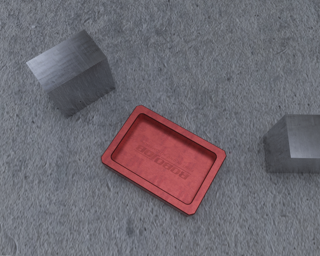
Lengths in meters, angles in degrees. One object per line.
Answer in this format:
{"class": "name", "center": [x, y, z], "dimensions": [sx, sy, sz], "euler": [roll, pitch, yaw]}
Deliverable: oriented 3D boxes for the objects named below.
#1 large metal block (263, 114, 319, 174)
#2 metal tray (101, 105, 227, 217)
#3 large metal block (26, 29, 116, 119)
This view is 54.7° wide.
{"class": "large metal block", "center": [0.179, 0.022, 0.372], "dimensions": [0.080, 0.080, 0.050], "euler": [1, 70, 0]}
{"class": "metal tray", "center": [0.005, 0.040, 0.390], "dimensions": [0.130, 0.030, 0.090], "euler": [29, 72, 10]}
{"class": "large metal block", "center": [-0.110, -0.067, 0.403], "dimensions": [0.080, 0.080, 0.050], "euler": [-35, 74, -12]}
